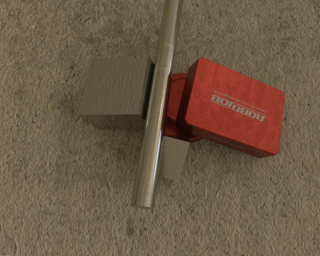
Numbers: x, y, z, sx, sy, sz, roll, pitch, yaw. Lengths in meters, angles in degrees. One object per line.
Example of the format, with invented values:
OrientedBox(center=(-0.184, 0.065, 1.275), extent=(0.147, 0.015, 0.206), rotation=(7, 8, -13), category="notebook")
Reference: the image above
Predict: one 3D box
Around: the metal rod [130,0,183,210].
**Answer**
OrientedBox(center=(0.001, -0.053, 0.384), extent=(0.025, 0.025, 0.299), rotation=(7, 68, 2), category="metal rod")

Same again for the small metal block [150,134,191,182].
OrientedBox(center=(0.007, 0.034, 0.387), extent=(0.050, 0.025, 0.050), rotation=(15, 96, 6), category="small metal block")

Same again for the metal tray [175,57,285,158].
OrientedBox(center=(0.092, -0.023, 0.392), extent=(0.131, 0.030, 0.090), rotation=(19, 71, -15), category="metal tray")

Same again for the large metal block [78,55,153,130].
OrientedBox(center=(-0.049, -0.044, 0.400), extent=(0.080, 0.050, 0.080), rotation=(0, 69, 19), category="large metal block")

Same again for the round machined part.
OrientedBox(center=(0.032, -0.031, 0.412), extent=(0.099, 0.042, 0.098), rotation=(0, 70, 0), category="round machined part")
